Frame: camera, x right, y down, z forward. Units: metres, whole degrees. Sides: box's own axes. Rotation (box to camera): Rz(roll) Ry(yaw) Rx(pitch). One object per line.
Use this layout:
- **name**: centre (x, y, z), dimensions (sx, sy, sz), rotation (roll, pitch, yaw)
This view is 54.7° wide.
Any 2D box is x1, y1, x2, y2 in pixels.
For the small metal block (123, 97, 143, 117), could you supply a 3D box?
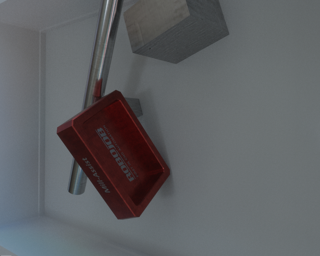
- **small metal block**: centre (-0.062, -0.023, 0.439), dimensions (0.050, 0.050, 0.025), rotation (-23, 76, 37)

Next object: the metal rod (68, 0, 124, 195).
- **metal rod**: centre (-0.086, -0.042, 0.402), dimensions (0.025, 0.025, 0.298), rotation (32, 117, 35)

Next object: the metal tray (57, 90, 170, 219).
- **metal tray**: centre (-0.048, 0.030, 0.368), dimensions (0.030, 0.090, 0.130), rotation (-22, 106, 38)

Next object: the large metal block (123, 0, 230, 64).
- **large metal block**: centre (0.019, -0.119, 0.354), dimensions (0.080, 0.081, 0.050), rotation (-23, 76, 37)
